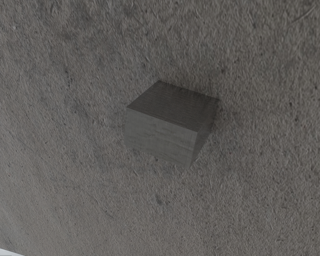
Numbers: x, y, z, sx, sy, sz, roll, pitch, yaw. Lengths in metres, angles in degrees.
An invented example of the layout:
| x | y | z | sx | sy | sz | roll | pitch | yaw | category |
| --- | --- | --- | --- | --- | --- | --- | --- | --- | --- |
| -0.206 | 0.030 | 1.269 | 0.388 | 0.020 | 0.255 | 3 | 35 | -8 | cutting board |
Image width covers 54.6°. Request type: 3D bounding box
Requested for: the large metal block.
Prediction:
| x | y | z | sx | sy | sz | roll | pitch | yaw | category |
| --- | --- | --- | --- | --- | --- | --- | --- | --- | --- |
| 0.014 | -0.008 | 0.359 | 0.080 | 0.080 | 0.050 | 20 | 126 | 16 | large metal block |
